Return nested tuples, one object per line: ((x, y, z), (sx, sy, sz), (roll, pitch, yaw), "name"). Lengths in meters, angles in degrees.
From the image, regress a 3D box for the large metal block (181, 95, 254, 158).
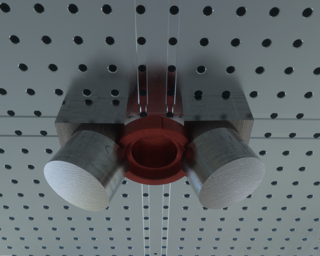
((0.068, 0.005, 0.400), (0.080, 0.050, 0.079), (-1, 130, 0), "large metal block")

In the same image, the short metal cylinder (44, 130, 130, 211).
((-0.082, 0.049, 0.353), (0.080, 0.050, 0.079), (14, 133, 16), "short metal cylinder")

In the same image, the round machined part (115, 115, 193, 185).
((-0.007, 0.023, 0.381), (0.099, 0.042, 0.097), (0, 130, 0), "round machined part")

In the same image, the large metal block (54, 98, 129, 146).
((-0.082, 0.008, 0.401), (0.081, 0.050, 0.079), (0, 130, -1), "large metal block")

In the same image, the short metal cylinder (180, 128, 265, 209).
((0.070, 0.046, 0.352), (0.081, 0.050, 0.079), (-13, 132, -15), "short metal cylinder")
